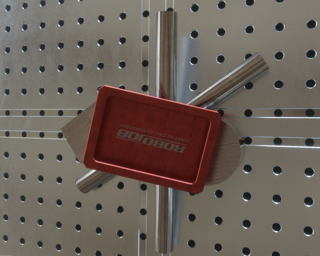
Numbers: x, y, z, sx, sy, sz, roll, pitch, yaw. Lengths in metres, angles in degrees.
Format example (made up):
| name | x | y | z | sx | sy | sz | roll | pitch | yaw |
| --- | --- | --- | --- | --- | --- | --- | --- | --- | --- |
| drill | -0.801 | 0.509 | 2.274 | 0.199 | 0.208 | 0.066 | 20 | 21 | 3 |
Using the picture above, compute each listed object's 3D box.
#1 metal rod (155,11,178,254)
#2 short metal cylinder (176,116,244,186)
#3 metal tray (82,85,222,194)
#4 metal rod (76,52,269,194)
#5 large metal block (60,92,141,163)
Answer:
| name | x | y | z | sx | sy | sz | roll | pitch | yaw |
| --- | --- | --- | --- | --- | --- | --- | --- | --- | --- |
| metal rod | 0.007 | 0.013 | 0.385 | 0.025 | 0.025 | 0.298 | 4 | 101 | 19 |
| short metal cylinder | 0.059 | 0.026 | 0.377 | 0.080 | 0.050 | 0.079 | 0 | 90 | 19 |
| metal tray | -0.008 | 0.012 | 0.337 | 0.131 | 0.030 | 0.089 | 13 | 95 | 0 |
| metal rod | 0.005 | 0.002 | 0.410 | 0.300 | 0.025 | 0.025 | -35 | 79 | 16 |
| large metal block | -0.065 | -0.001 | 0.404 | 0.080 | 0.080 | 0.050 | -35 | 79 | 16 |
